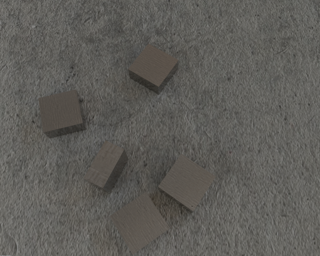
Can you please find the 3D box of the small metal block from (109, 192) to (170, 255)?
[{"bbox_3d":[-0.023,0.112,0.367,0.050,0.025,0.050,-33,73,-11],"label":"small metal block"}]

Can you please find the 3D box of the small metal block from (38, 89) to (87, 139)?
[{"bbox_3d":[-0.130,-0.019,0.414,0.050,0.025,0.050,-14,71,-5],"label":"small metal block"}]

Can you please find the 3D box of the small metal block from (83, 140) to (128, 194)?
[{"bbox_3d":[-0.064,0.049,0.376,0.025,0.050,0.050,25,72,8],"label":"small metal block"}]

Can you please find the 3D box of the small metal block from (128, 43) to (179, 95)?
[{"bbox_3d":[-0.009,-0.083,0.438,0.050,0.025,0.050,32,73,11],"label":"small metal block"}]

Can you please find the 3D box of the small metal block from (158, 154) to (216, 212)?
[{"bbox_3d":[0.033,0.069,0.383,0.050,0.025,0.050,34,73,11],"label":"small metal block"}]
